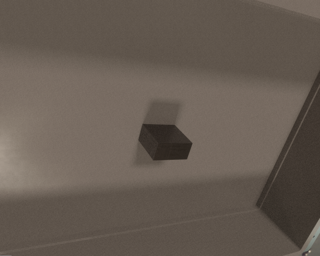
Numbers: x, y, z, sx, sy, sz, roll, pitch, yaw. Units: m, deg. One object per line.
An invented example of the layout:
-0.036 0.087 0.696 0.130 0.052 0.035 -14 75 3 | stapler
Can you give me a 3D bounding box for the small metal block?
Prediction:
0.006 0.018 0.409 0.050 0.050 0.025 2 118 -30 | small metal block
